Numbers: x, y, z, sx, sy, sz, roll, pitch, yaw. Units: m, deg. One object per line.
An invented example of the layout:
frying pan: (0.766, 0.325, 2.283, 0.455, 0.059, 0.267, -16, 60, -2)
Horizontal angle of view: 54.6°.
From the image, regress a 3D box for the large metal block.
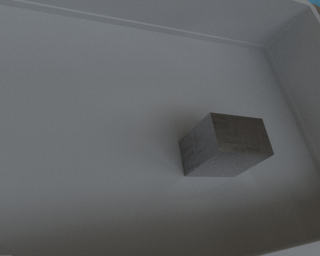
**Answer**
large metal block: (0.081, 0.025, 0.398, 0.081, 0.080, 0.050, 5, 60, -26)
